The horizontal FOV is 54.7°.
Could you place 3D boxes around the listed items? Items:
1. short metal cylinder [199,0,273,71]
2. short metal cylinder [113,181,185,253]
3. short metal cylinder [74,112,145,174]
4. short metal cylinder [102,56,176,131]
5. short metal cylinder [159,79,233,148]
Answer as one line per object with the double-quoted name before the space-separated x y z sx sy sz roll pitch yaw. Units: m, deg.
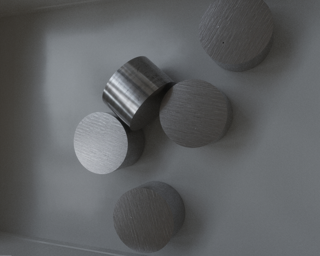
"short metal cylinder" 0.091 -0.110 0.365 0.080 0.050 0.080 0 90 20
"short metal cylinder" -0.013 0.113 0.402 0.080 0.050 0.080 0 90 20
"short metal cylinder" -0.068 0.018 0.419 0.080 0.050 0.079 1 93 21
"short metal cylinder" -0.025 -0.043 0.390 0.050 0.080 0.080 44 104 14
"short metal cylinder" 0.046 -0.017 0.381 0.080 0.050 0.080 0 90 20
